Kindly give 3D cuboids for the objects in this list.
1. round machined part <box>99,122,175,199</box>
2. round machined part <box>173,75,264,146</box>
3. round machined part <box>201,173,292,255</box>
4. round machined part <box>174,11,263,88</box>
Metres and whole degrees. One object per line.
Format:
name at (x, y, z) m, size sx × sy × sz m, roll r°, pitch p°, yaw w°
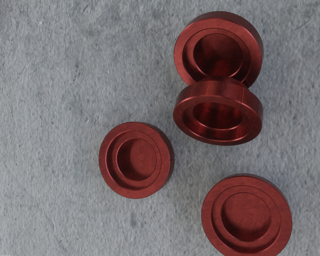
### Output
round machined part at (-0.027, 0.041, 0.409) m, size 0.098 × 0.042 × 0.097 m, roll 0°, pitch 90°, yaw 19°
round machined part at (0.068, -0.022, 0.356) m, size 0.098 × 0.098 × 0.042 m, roll 4°, pitch 58°, yaw 19°
round machined part at (0.101, 0.102, 0.364) m, size 0.098 × 0.042 × 0.097 m, roll 0°, pitch 90°, yaw 19°
round machined part at (0.069, -0.087, 0.358) m, size 0.098 × 0.042 × 0.097 m, roll 14°, pitch 133°, yaw 15°
